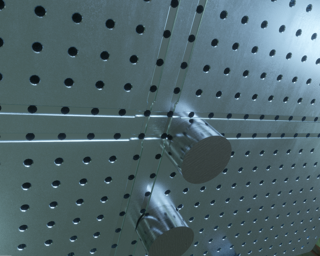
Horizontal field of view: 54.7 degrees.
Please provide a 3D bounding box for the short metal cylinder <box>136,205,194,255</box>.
[{"bbox_3d":[0.008,0.173,0.507,0.081,0.050,0.079,-14,124,-21],"label":"short metal cylinder"}]

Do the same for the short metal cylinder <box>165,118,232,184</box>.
[{"bbox_3d":[0.055,0.033,0.445,0.081,0.050,0.079,-14,124,-21],"label":"short metal cylinder"}]
